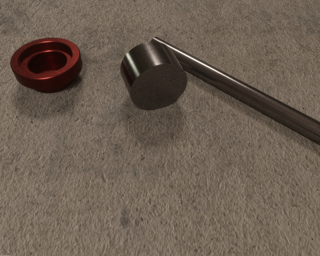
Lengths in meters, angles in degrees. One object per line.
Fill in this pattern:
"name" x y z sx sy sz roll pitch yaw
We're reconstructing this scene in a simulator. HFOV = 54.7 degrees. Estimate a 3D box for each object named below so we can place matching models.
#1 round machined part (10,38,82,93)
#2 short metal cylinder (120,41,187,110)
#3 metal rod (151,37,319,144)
"round machined part" -0.166 -0.090 0.466 0.099 0.042 0.098 0 50 0
"short metal cylinder" -0.009 -0.071 0.427 0.081 0.080 0.050 -15 52 -13
"metal rod" 0.103 -0.065 0.458 0.300 0.025 0.025 34 58 25
